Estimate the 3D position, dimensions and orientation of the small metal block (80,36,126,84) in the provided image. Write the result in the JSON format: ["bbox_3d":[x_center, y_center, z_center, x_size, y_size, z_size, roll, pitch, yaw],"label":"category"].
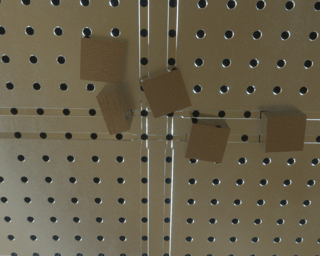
[{"bbox_3d":[-0.070,-0.084,0.382,0.050,0.025,0.050,6,110,-3],"label":"small metal block"}]

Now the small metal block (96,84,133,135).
[{"bbox_3d":[-0.055,-0.025,0.390,0.025,0.050,0.050,-15,110,5],"label":"small metal block"}]

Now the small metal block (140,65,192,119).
[{"bbox_3d":[0.008,-0.046,0.396,0.050,0.025,0.050,-19,109,7],"label":"small metal block"}]

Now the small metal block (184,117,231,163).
[{"bbox_3d":[0.062,0.017,0.420,0.050,0.025,0.050,9,110,-4],"label":"small metal block"}]

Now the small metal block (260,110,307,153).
[{"bbox_3d":[0.164,0.004,0.416,0.050,0.025,0.050,-3,110,1],"label":"small metal block"}]
